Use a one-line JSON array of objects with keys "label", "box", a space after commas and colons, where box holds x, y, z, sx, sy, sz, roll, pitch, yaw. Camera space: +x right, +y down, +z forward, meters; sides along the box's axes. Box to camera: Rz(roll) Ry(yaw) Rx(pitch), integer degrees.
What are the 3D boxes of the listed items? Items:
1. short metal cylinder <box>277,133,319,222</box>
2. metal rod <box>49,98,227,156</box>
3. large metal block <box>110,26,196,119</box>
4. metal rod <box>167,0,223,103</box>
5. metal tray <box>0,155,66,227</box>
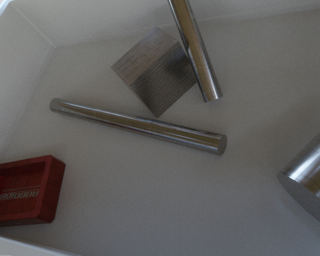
[{"label": "short metal cylinder", "box": [0.149, 0.050, 0.262, 0.050, 0.080, 0.080, -44, 51, -2]}, {"label": "metal rod", "box": [-0.051, -0.009, 0.436, 0.300, 0.025, 0.025, 13, 69, 33]}, {"label": "large metal block", "box": [-0.004, -0.073, 0.416, 0.080, 0.080, 0.050, -43, 51, -1]}, {"label": "metal rod", "box": [0.017, -0.176, 0.388, 0.025, 0.025, 0.298, -20, 93, 16]}, {"label": "metal tray", "box": [-0.206, 0.093, 0.450, 0.130, 0.030, 0.090, -11, 57, 22]}]
